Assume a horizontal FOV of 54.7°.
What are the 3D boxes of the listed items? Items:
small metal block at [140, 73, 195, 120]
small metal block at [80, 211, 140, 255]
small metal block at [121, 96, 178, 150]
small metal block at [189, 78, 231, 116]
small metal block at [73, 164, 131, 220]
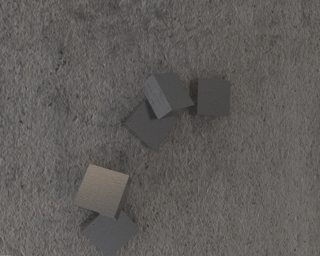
[{"bbox_3d":[0.010,-0.042,0.393,0.050,0.025,0.050,-16,75,-51],"label":"small metal block"},{"bbox_3d":[-0.063,0.124,0.386,0.050,0.025,0.050,-43,104,-15],"label":"small metal block"},{"bbox_3d":[-0.014,-0.008,0.404,0.050,0.025,0.050,44,76,-15],"label":"small metal block"},{"bbox_3d":[0.070,-0.042,0.435,0.050,0.025,0.050,2,89,-20],"label":"small metal block"},{"bbox_3d":[-0.067,0.076,0.368,0.050,0.025,0.050,15,68,8],"label":"small metal block"}]
